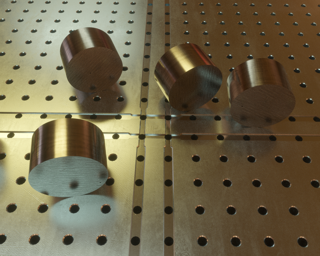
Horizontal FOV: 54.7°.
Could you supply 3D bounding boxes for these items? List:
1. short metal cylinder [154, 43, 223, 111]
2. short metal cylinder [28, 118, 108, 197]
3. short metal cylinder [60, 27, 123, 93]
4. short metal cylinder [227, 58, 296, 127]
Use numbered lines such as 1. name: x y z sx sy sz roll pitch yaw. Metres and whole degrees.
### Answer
1. short metal cylinder: 0.039 -0.070 0.431 0.081 0.080 0.050 -18 53 -15
2. short metal cylinder: -0.100 0.034 0.342 0.081 0.080 0.050 -8 51 -7
3. short metal cylinder: -0.101 -0.098 0.453 0.081 0.080 0.050 -16 52 -14
4. short metal cylinder: 0.132 -0.045 0.412 0.081 0.080 0.050 2 50 1
